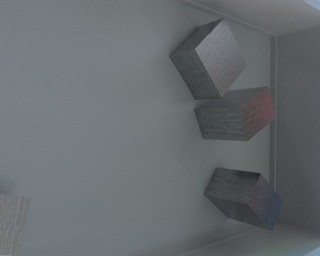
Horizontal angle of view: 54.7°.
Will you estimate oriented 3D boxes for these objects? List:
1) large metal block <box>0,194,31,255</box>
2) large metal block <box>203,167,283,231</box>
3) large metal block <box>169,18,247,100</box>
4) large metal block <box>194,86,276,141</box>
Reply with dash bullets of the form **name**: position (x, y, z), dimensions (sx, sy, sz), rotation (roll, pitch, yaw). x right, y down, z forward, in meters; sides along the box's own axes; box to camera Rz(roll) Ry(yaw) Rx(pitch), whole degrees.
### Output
- **large metal block**: position (-0.161, 0.092, 0.245), dimensions (0.080, 0.050, 0.080), rotation (21, 64, -38)
- **large metal block**: position (0.129, 0.108, 0.479), dimensions (0.080, 0.080, 0.050), rotation (46, 63, -31)
- **large metal block**: position (0.072, -0.098, 0.450), dimensions (0.080, 0.050, 0.080), rotation (-50, 120, -28)
- **large metal block**: position (0.112, -0.022, 0.465), dimensions (0.081, 0.080, 0.050), rotation (-31, 110, -36)
